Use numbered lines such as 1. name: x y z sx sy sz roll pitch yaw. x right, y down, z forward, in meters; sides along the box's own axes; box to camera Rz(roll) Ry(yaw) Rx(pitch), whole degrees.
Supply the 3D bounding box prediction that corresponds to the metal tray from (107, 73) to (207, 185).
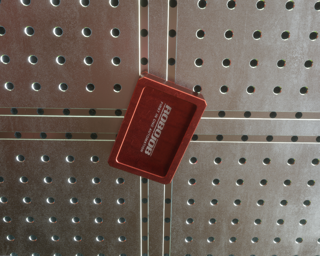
1. metal tray: -0.006 0.003 0.411 0.090 0.030 0.129 20 109 -8
